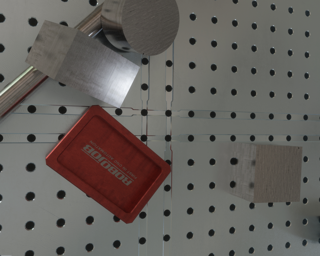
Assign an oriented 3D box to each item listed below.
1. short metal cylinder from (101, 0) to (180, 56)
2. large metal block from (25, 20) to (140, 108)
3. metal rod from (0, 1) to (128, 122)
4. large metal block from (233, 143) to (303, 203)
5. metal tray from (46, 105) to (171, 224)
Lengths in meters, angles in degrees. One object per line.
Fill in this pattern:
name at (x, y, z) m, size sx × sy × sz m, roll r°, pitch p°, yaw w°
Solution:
short metal cylinder at (-0.023, -0.131, 0.375) m, size 0.081 × 0.050 × 0.079 m, roll -15°, pitch 116°, yaw -33°
large metal block at (-0.083, -0.068, 0.333) m, size 0.080 × 0.080 × 0.050 m, roll 24°, pitch 94°, yaw -46°
metal rod at (-0.119, -0.087, 0.368) m, size 0.025 × 0.025 × 0.301 m, roll 47°, pitch 75°, yaw -14°
large metal block at (0.158, 0.064, 0.457) m, size 0.081 × 0.050 × 0.080 m, roll 4°, pitch 89°, yaw -20°
metal tray at (-0.062, 0.045, 0.387) m, size 0.130 × 0.030 × 0.090 m, roll 42°, pitch 77°, yaw -15°
